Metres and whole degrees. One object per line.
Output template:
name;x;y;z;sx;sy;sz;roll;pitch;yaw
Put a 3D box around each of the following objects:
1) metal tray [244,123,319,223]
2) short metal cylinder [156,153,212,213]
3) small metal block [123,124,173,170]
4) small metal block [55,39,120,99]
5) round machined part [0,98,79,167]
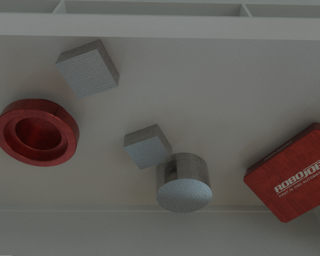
metal tray;0.197;0.066;0.436;0.090;0.030;0.129;48;120;3
short metal cylinder;0.034;0.083;0.464;0.081;0.050;0.079;0;130;0
small metal block;-0.016;0.027;0.432;0.050;0.025;0.050;-20;128;15
small metal block;-0.080;-0.066;0.352;0.050;0.025;0.050;-16;129;13
round machined part;-0.153;0.001;0.397;0.099;0.042;0.097;-1;130;0
